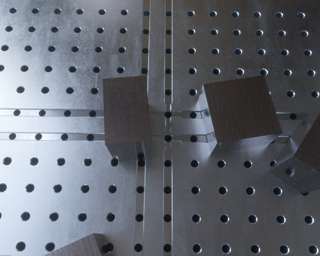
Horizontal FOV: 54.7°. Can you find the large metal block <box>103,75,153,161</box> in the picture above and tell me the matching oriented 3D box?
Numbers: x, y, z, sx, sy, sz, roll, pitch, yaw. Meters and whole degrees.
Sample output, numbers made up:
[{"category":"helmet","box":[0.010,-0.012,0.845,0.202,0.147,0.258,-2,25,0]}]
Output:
[{"category":"large metal block","box":[-0.038,-0.009,0.385,0.050,0.080,0.080,-5,70,-2]}]

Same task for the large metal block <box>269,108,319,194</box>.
[{"category":"large metal block","box":[0.187,0.027,0.375,0.050,0.080,0.080,35,74,11]}]

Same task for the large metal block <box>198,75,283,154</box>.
[{"category":"large metal block","box":[0.101,-0.017,0.406,0.081,0.050,0.080,-9,70,-4]}]

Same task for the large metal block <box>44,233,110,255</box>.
[{"category":"large metal block","box":[-0.092,0.170,0.335,0.080,0.050,0.080,-23,72,-8]}]
